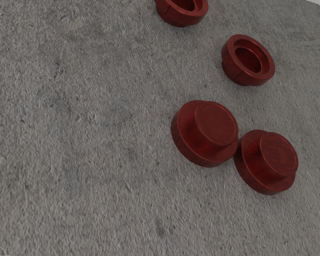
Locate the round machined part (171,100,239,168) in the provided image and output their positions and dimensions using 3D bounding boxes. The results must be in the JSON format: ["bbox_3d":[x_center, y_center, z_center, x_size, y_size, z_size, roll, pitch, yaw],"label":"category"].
[{"bbox_3d":[0.068,0.002,0.428,0.099,0.042,0.098,14,56,-21],"label":"round machined part"}]

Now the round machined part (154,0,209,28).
[{"bbox_3d":[0.032,-0.216,0.542,0.099,0.042,0.098,14,56,-21],"label":"round machined part"}]

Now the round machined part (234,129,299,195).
[{"bbox_3d":[0.160,0.045,0.452,0.099,0.042,0.098,14,56,-21],"label":"round machined part"}]

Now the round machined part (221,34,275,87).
[{"bbox_3d":[0.148,-0.112,0.541,0.099,0.042,0.098,14,56,-21],"label":"round machined part"}]
